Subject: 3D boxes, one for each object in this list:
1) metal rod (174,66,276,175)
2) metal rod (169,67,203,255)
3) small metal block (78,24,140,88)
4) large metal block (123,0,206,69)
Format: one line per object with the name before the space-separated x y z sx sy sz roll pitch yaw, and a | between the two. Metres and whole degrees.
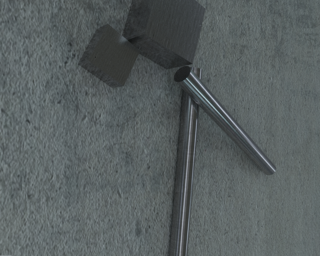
metal rod | 0.117 0.005 0.484 0.301 0.025 0.025 39 66 -40
metal rod | 0.036 0.064 0.436 0.025 0.025 0.298 9 85 -40
small metal block | -0.058 -0.082 0.358 0.050 0.025 0.050 35 69 -35
large metal block | 0.006 -0.131 0.395 0.080 0.050 0.080 22 76 -38
